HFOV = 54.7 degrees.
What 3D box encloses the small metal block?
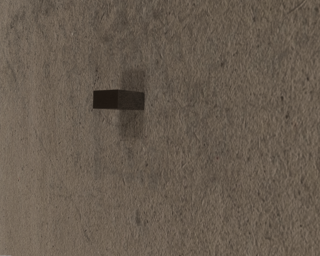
[{"bbox_3d":[-0.057,-0.038,0.434,0.050,0.050,0.025,3,92,39],"label":"small metal block"}]
